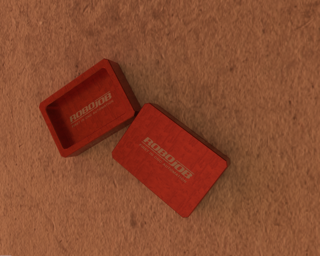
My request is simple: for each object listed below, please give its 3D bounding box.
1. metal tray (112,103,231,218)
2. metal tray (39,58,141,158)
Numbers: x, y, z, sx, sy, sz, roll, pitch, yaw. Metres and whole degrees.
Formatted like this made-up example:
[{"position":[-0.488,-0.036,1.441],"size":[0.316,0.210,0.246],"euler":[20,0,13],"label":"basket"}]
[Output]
[{"position":[0.012,0.039,0.401],"size":[0.130,0.030,0.090],"euler":[38,102,15],"label":"metal tray"},{"position":[-0.100,-0.026,0.440],"size":[0.130,0.030,0.090],"euler":[-30,81,17],"label":"metal tray"}]
